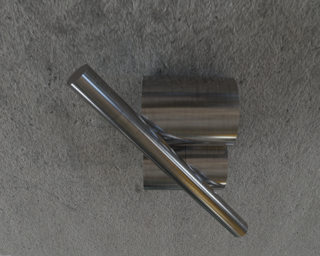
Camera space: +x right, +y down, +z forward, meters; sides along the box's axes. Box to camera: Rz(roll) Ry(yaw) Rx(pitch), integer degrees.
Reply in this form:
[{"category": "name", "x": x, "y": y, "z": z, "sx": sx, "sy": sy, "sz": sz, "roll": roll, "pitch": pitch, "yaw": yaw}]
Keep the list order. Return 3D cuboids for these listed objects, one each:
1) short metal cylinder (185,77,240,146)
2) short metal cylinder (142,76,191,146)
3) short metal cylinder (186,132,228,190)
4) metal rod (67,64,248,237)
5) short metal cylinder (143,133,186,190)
[{"category": "short metal cylinder", "x": 0.056, "y": -0.019, "z": 0.357, "sx": 0.050, "sy": 0.080, "sz": 0.079, "roll": 1, "pitch": 130, "yaw": -1}, {"category": "short metal cylinder", "x": 0.006, "y": -0.020, "z": 0.356, "sx": 0.050, "sy": 0.080, "sz": 0.079, "roll": 1, "pitch": 130, "yaw": -1}, {"category": "short metal cylinder", "x": 0.056, "y": 0.042, "z": 0.409, "sx": 0.050, "sy": 0.080, "sz": 0.079, "roll": 1, "pitch": 130, "yaw": -1}, {"category": "metal rod", "x": 0.019, "y": 0.046, "z": 0.343, "sx": 0.025, "sy": 0.025, "sz": 0.300, "roll": -30, "pitch": 125, "yaw": 22}, {"category": "short metal cylinder", "x": 0.005, "y": 0.042, "z": 0.408, "sx": 0.050, "sy": 0.080, "sz": 0.079, "roll": 1, "pitch": 130, "yaw": -1}]
